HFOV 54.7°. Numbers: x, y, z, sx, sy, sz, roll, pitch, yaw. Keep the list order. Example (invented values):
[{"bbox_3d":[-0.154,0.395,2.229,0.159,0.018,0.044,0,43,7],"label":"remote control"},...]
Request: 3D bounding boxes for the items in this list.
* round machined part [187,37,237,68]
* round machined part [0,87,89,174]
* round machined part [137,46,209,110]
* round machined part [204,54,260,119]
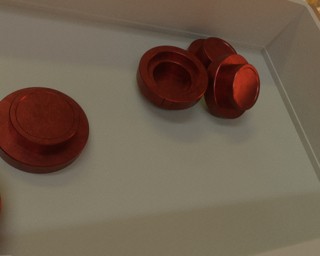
[{"bbox_3d":[0.092,-0.112,0.514,0.099,0.042,0.098,14,56,-21],"label":"round machined part"},{"bbox_3d":[-0.124,-0.004,0.331,0.099,0.042,0.098,14,56,-21],"label":"round machined part"},{"bbox_3d":[0.015,-0.066,0.437,0.099,0.042,0.098,8,59,-13],"label":"round machined part"},{"bbox_3d":[0.114,-0.061,0.464,0.099,0.042,0.097,-8,102,-41],"label":"round machined part"}]
